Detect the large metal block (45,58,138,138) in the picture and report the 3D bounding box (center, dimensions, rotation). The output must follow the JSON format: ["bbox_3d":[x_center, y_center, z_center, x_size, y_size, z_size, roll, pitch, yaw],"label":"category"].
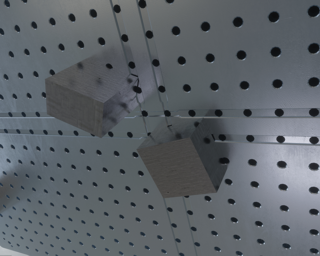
[{"bbox_3d":[-0.085,-0.041,0.396,0.080,0.080,0.050,22,127,15],"label":"large metal block"}]

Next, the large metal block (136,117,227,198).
[{"bbox_3d":[0.030,0.041,0.405,0.080,0.050,0.080,-15,111,34],"label":"large metal block"}]
